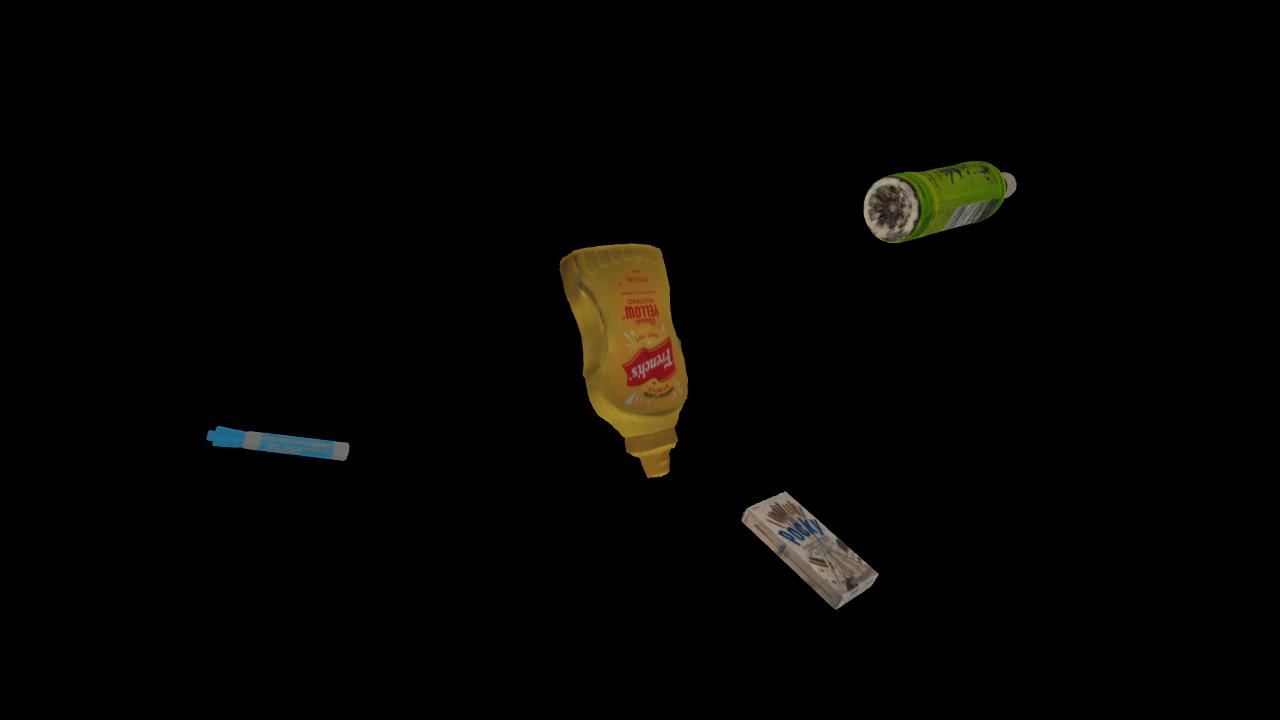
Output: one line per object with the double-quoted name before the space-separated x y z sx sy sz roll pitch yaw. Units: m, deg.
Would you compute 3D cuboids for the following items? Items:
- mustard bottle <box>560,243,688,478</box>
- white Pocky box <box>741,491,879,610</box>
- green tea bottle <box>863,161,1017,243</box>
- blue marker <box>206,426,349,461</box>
"mustard bottle" -0.004 0.003 0.490 0.092 0.184 0.054 -9 -5 -44
"white Pocky box" 0.208 0.231 0.762 0.084 0.028 0.154 -9 37 -40
"green tea bottle" 0.337 -0.176 0.668 0.212 0.073 0.073 -15 8 -30
"blue marker" -0.349 0.082 0.599 0.121 0.020 0.020 16 -10 -38
